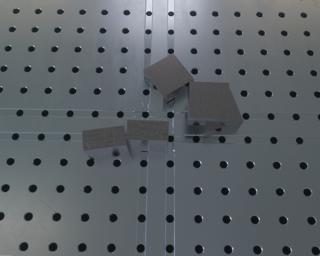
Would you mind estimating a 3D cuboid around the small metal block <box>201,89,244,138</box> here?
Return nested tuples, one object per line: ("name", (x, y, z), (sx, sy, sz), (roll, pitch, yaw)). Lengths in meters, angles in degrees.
("small metal block", (0.078, -0.020, 0.420), (0.050, 0.025, 0.050), (-15, 71, -6))

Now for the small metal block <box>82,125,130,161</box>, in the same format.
("small metal block", (-0.066, 0.020, 0.391), (0.050, 0.050, 0.025), (-7, 70, -3))

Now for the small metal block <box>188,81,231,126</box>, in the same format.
("small metal block", (0.062, -0.031, 0.397), (0.050, 0.025, 0.050), (2, 70, 1))

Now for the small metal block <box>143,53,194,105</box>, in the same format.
("small metal block", (0.012, -0.069, 0.437), (0.050, 0.025, 0.050), (-32, 73, -11))

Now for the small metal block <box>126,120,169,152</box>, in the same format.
("small metal block", (-0.015, 0.011, 0.394), (0.050, 0.050, 0.025), (2, 70, 1))
